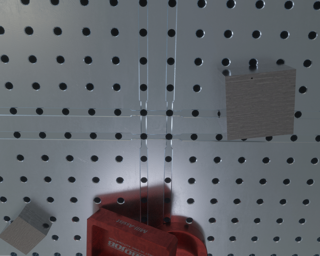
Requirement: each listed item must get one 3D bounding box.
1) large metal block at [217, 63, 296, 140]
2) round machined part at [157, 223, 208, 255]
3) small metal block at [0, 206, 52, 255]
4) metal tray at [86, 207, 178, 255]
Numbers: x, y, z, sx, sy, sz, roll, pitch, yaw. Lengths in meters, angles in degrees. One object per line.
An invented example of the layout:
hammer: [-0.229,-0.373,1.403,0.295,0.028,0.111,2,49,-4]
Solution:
large metal block: [0.118,-0.034,0.388,0.080,0.050,0.079,-6,110,2]
round machined part: [0.024,0.199,0.478,0.099,0.042,0.097,0,110,0]
small metal block: [-0.203,0.155,0.469,0.050,0.025,0.050,42,105,-14]
metal tray: [-0.044,0.179,0.448,0.130,0.030,0.089,14,112,21]
